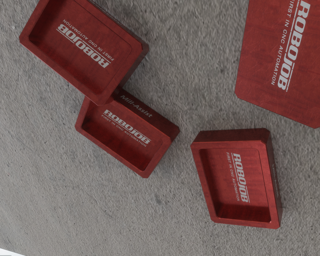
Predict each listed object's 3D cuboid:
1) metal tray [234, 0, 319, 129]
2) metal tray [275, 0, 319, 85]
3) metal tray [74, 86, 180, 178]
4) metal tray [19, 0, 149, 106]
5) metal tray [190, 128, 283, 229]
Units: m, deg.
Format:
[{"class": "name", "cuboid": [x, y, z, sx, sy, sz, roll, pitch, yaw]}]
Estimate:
[{"class": "metal tray", "cuboid": [0.120, -0.074, 0.270, 0.090, 0.030, 0.129, 29, 134, 35]}, {"class": "metal tray", "cuboid": [0.172, -0.078, 0.264, 0.130, 0.030, 0.089, 10, 123, 22]}, {"class": "metal tray", "cuboid": [-0.049, 0.001, 0.429, 0.130, 0.030, 0.089, 35, 129, 5]}, {"class": "metal tray", "cuboid": [-0.090, -0.100, 0.368, 0.130, 0.030, 0.090, 39, 107, 1]}, {"class": "metal tray", "cuboid": [0.099, 0.065, 0.391, 0.090, 0.030, 0.129, -3, 117, 29]}]
